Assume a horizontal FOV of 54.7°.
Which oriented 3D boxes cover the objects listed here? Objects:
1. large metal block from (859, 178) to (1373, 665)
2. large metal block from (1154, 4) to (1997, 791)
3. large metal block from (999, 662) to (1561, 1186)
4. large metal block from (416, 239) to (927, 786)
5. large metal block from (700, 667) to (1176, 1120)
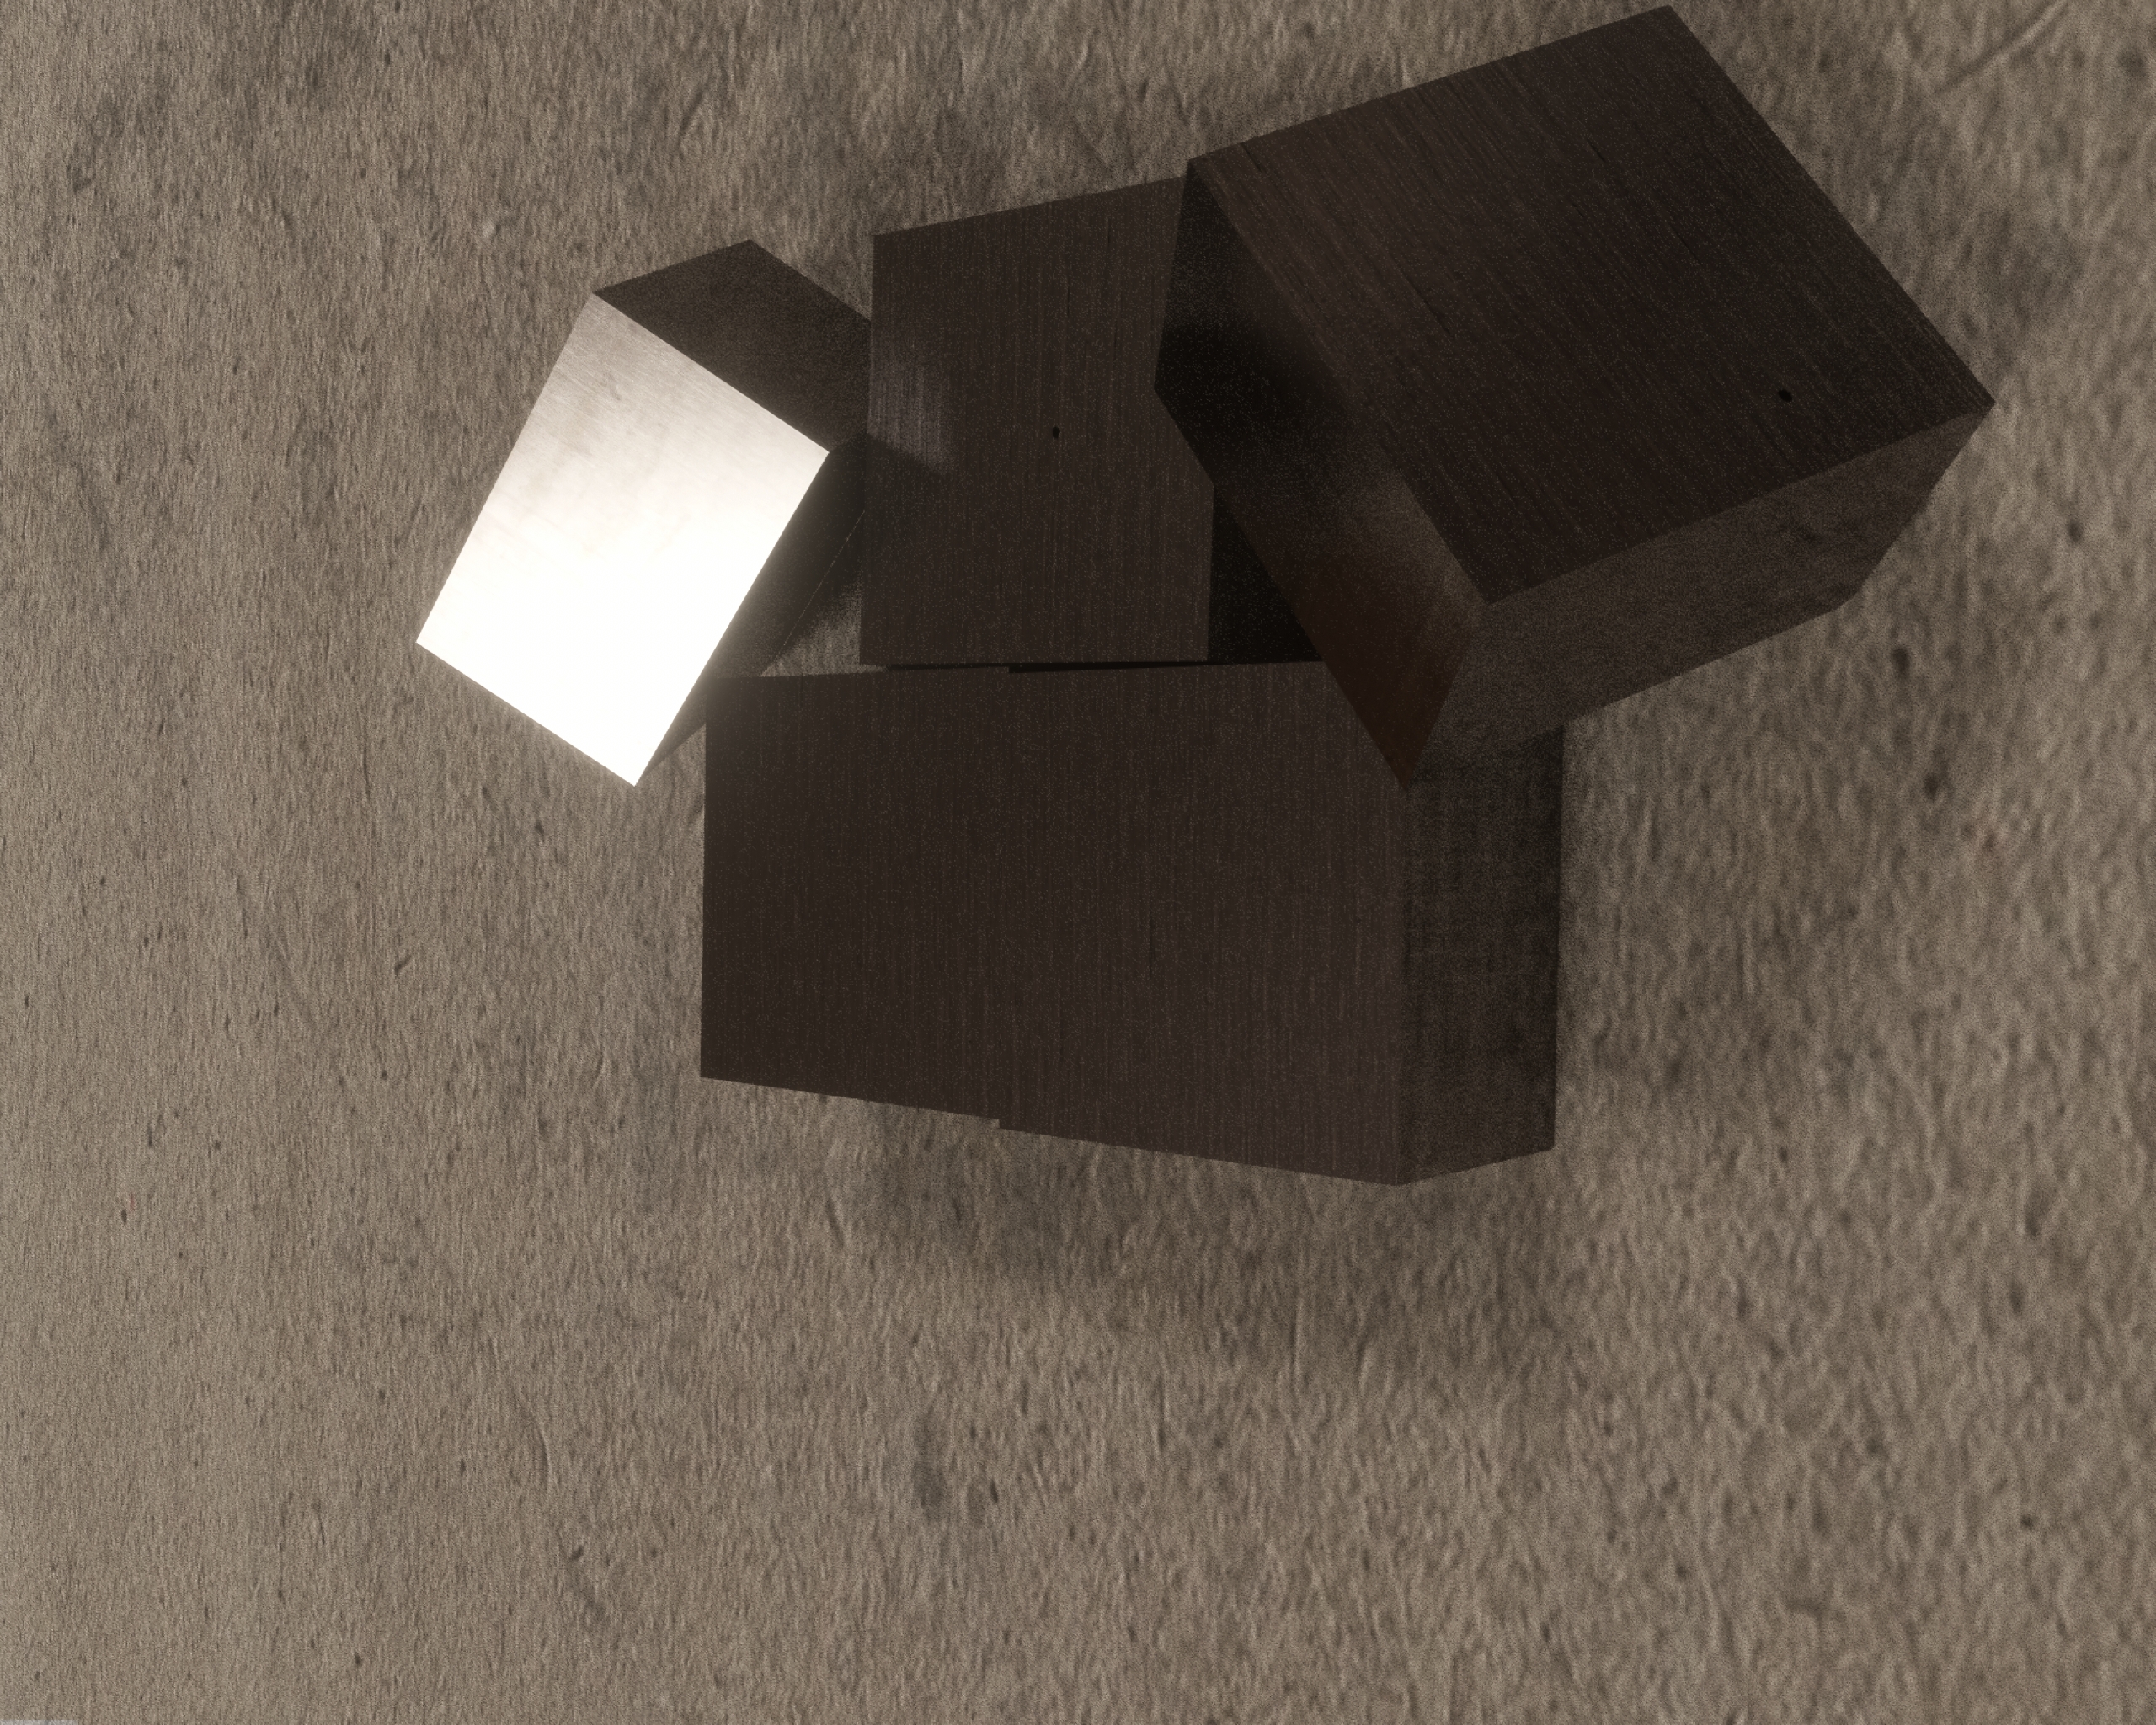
[{"bbox_3d":[0.008,-0.075,0.382,0.080,0.050,0.079,4,92,39],"label":"large metal block"},{"bbox_3d":[0.067,-0.069,0.306,0.080,0.081,0.050,62,164,21],"label":"large metal block"},{"bbox_3d":[0.034,0.008,0.358,0.080,0.050,0.079,2,91,39],"label":"large metal block"},{"bbox_3d":[-0.078,-0.073,0.423,0.050,0.080,0.080,34,116,-3],"label":"large metal block"},{"bbox_3d":[-0.028,0.004,0.410,0.080,0.050,0.079,2,91,39],"label":"large metal block"}]
